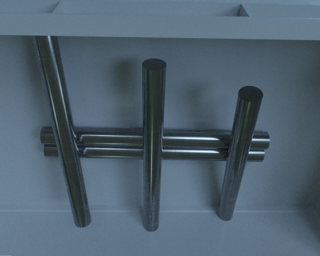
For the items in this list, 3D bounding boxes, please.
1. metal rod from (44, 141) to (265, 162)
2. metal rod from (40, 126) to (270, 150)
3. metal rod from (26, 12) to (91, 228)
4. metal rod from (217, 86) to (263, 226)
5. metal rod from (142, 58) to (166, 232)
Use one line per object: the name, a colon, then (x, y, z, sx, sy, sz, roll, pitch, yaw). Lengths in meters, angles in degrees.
metal rod: (-0.006, 0.032, 0.435, 0.302, 0.025, 0.025, 1, 130, -2)
metal rod: (-0.005, 0.014, 0.420, 0.302, 0.025, 0.025, 1, 130, -2)
metal rod: (-0.117, 0.014, 0.386, 0.025, 0.025, 0.298, -1, 122, 0)
metal rod: (0.104, 0.063, 0.433, 0.025, 0.025, 0.298, -3, 139, 2)
metal rod: (-0.010, 0.047, 0.415, 0.025, 0.025, 0.298, 1, 131, -1)
